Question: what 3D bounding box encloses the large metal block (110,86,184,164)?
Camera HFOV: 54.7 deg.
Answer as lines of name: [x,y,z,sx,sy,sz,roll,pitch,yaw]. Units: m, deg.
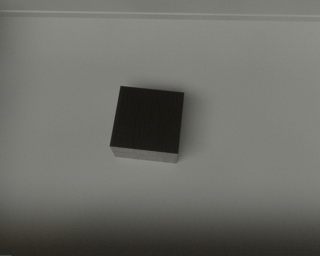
large metal block: [-0.014,-0.003,0.397,0.080,0.050,0.080,6,70,2]
